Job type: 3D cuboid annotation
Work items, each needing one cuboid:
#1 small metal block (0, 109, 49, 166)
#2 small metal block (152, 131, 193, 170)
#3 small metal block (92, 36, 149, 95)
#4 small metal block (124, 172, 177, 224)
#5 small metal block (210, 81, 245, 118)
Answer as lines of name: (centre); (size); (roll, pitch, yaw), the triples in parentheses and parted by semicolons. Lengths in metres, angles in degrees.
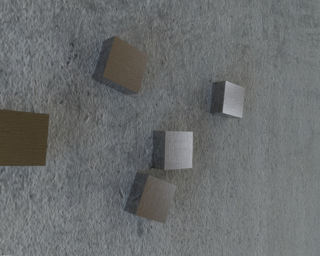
small metal block: (-0.136, 0.010, 0.291); (0.050, 0.025, 0.050); (6, 87, -40)
small metal block: (0.018, 0.029, 0.419); (0.050, 0.025, 0.050); (2, 89, -40)
small metal block: (-0.046, -0.072, 0.366); (0.050, 0.025, 0.050); (23, 76, -38)
small metal block: (-0.011, 0.089, 0.395); (0.050, 0.025, 0.050); (29, 72, -36)
small metal block: (0.108, -0.044, 0.495); (0.050, 0.025, 0.050); (11, 83, -39)
